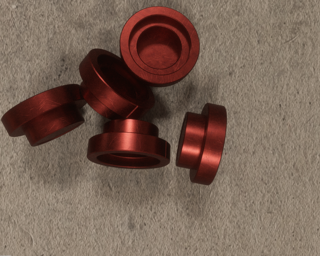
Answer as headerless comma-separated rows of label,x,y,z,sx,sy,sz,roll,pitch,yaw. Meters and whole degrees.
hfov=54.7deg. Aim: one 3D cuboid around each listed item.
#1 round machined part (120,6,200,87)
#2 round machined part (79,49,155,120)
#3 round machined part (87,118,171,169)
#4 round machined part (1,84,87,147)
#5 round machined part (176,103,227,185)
round machined part,-0.002,-0.100,0.397,0.099,0.042,0.097,1,85,-7
round machined part,-0.057,-0.047,0.377,0.098,0.098,0.042,46,113,0
round machined part,-0.036,0.019,0.376,0.099,0.098,0.042,3,71,-1
round machined part,-0.131,-0.011,0.372,0.098,0.098,0.042,-28,91,0
round machined part,0.046,0.017,0.374,0.042,0.098,0.097,11,90,0
